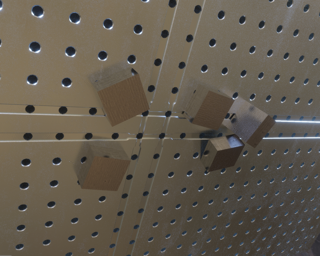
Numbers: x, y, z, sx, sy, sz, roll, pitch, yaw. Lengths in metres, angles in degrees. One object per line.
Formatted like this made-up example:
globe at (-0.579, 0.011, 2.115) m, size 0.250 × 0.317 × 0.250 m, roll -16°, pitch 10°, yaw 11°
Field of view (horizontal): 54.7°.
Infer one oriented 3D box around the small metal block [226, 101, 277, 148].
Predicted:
small metal block at (0.137, -0.006, 0.469) m, size 0.025 × 0.050 × 0.050 m, roll 29°, pitch 102°, yaw -38°

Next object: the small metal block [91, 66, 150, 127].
small metal block at (-0.045, -0.037, 0.365) m, size 0.050 × 0.025 × 0.050 m, roll -26°, pitch 128°, yaw -13°

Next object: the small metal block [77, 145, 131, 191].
small metal block at (-0.074, 0.054, 0.405) m, size 0.050 × 0.025 × 0.050 m, roll 12°, pitch 112°, yaw -34°

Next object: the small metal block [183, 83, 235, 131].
small metal block at (0.068, -0.028, 0.433) m, size 0.050 × 0.025 × 0.050 m, roll 14°, pitch 111°, yaw -35°

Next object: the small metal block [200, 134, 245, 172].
small metal block at (0.097, 0.039, 0.483) m, size 0.050 × 0.025 × 0.050 m, roll -9°, pitch 137°, yaw -24°
